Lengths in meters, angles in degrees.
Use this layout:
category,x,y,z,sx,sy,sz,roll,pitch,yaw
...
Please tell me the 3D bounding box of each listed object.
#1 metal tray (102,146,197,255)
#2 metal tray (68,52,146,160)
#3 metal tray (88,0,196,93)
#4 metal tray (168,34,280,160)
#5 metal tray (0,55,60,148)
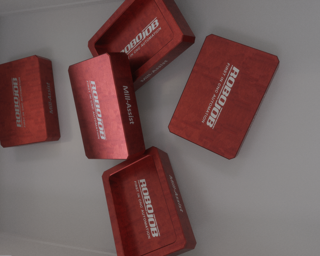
category,x,y,z,sx,sy,sz,roll,pitch,yaw
metal tray,-0.018,0.099,0.389,0.090,0.030,0.130,-29,58,17
metal tray,-0.071,-0.025,0.405,0.090,0.030,0.129,-5,98,42
metal tray,-0.029,-0.110,0.398,0.130,0.030,0.090,-34,79,34
metal tray,0.077,-0.038,0.381,0.090,0.030,0.129,25,98,18
metal tray,-0.208,-0.039,0.481,0.090,0.030,0.129,-9,87,19
